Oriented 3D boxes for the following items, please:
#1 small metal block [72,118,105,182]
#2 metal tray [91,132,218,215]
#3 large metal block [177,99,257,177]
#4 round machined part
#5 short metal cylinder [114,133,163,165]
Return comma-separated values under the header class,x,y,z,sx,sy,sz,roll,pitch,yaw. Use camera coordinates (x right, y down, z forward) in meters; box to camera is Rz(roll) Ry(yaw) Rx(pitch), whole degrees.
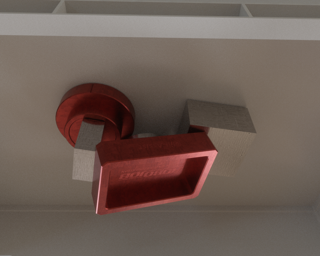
class,x,y,z,sx,sy,sz,roll,pitch,yaw
small metal block,-0.082,0.025,0.356,0.025,0.050,0.050,10,130,-8
metal tray,-0.008,0.052,0.355,0.131,0.030,0.089,-5,133,-22
large metal block,0.067,0.015,0.403,0.081,0.050,0.079,7,130,-7
round machined part,-0.082,-0.004,0.391,0.099,0.042,0.097,-1,130,0
short metal cylinder,-0.021,0.051,0.418,0.081,0.050,0.080,-10,144,-7
